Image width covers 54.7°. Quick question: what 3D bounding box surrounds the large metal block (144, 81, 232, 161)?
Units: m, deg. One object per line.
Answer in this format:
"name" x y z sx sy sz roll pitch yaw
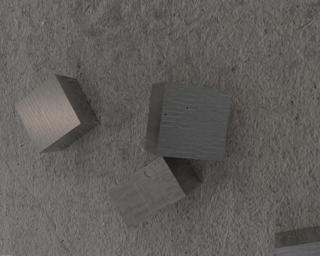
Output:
"large metal block" 0.031 -0.008 0.364 0.081 0.050 0.079 6 92 -19

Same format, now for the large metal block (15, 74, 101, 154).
"large metal block" -0.147 -0.019 0.448 0.080 0.050 0.080 -33 80 17

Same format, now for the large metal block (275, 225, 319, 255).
"large metal block" 0.177 0.154 0.333 0.080 0.050 0.080 -18 84 19

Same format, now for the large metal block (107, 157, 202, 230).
"large metal block" -0.003 0.072 0.381 0.080 0.080 0.050 -34 79 17
